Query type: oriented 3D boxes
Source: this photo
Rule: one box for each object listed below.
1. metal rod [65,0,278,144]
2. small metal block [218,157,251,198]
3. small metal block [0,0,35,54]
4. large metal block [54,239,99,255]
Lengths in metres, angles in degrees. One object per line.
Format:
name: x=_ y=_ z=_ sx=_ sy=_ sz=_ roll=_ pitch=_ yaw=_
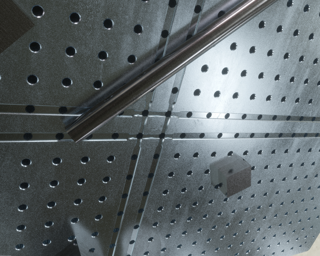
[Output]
metal rod: x=0.018 y=-0.080 z=0.372 sx=0.301 sy=0.025 sz=0.025 roll=-36 pitch=130 yaw=-5
small metal block: x=0.130 y=0.086 z=0.539 sx=0.050 sy=0.025 sz=0.050 roll=-22 pitch=127 yaw=-16
small metal block: x=-0.149 y=-0.097 z=0.270 sx=0.050 sy=0.025 sz=0.050 roll=-41 pitch=130 yaw=-1
large metal block: x=-0.130 y=0.228 z=0.466 sx=0.080 sy=0.050 sz=0.080 roll=-36 pitch=130 yaw=-5
